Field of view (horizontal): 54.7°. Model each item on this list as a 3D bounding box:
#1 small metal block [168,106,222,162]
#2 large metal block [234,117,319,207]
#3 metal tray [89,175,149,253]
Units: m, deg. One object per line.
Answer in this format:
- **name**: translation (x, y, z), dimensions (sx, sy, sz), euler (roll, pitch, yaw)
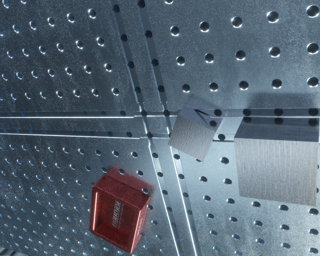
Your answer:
- **small metal block**: translation (0.043, 0.007, 0.393), dimensions (0.050, 0.025, 0.050), euler (26, 128, 12)
- **large metal block**: translation (0.132, 0.035, 0.347), dimensions (0.080, 0.050, 0.080), euler (2, 120, 27)
- **metal tray**: translation (-0.075, 0.153, 0.542), dimensions (0.090, 0.030, 0.129), euler (23, 127, 14)
